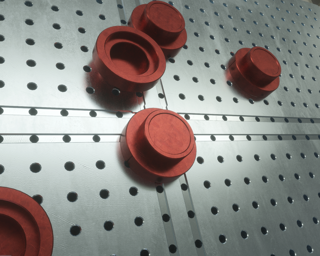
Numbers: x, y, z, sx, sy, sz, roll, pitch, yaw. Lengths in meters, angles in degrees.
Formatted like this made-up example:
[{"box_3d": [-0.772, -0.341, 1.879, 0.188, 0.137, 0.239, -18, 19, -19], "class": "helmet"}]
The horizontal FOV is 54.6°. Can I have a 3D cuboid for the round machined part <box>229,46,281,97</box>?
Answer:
[{"box_3d": [0.177, -0.107, 0.557, 0.099, 0.042, 0.098, 13, 56, -21], "class": "round machined part"}]

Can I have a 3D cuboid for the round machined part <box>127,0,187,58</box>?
[{"box_3d": [0.001, -0.164, 0.497, 0.099, 0.042, 0.098, 13, 56, -21], "class": "round machined part"}]

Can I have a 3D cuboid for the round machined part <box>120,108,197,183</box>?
[{"box_3d": [0.004, 0.016, 0.389, 0.099, 0.042, 0.098, 13, 56, -21], "class": "round machined part"}]

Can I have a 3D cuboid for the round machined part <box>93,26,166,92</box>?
[{"box_3d": [-0.045, -0.089, 0.427, 0.099, 0.042, 0.098, 13, 56, -21], "class": "round machined part"}]

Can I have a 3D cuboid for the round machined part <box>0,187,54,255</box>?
[{"box_3d": [-0.143, 0.102, 0.258, 0.099, 0.042, 0.098, 13, 56, -21], "class": "round machined part"}]
